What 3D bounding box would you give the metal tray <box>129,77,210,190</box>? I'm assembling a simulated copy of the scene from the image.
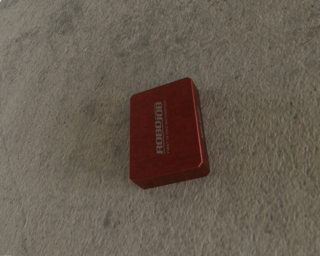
[{"bbox_3d":[0.008,0.005,0.392,0.090,0.030,0.130,-16,55,19],"label":"metal tray"}]
